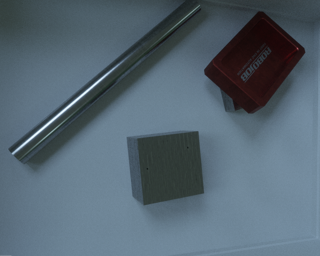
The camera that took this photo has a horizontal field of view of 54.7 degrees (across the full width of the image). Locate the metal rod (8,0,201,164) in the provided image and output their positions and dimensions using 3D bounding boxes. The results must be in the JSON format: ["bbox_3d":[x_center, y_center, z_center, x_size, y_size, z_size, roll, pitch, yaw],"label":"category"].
[{"bbox_3d":[-0.058,-0.068,0.389,0.301,0.025,0.025,-44,104,-15],"label":"metal rod"}]

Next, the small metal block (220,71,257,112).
[{"bbox_3d":[0.119,-0.055,0.456,0.050,0.025,0.050,-16,96,-20],"label":"small metal block"}]

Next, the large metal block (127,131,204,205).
[{"bbox_3d":[0.006,0.047,0.401,0.081,0.050,0.079,-6,92,-20],"label":"large metal block"}]

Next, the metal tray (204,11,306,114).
[{"bbox_3d":[0.135,-0.094,0.435,0.090,0.030,0.130,42,66,1],"label":"metal tray"}]
